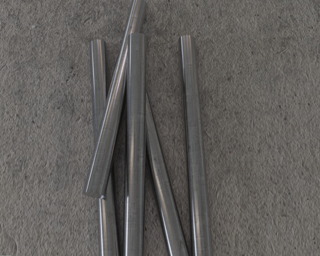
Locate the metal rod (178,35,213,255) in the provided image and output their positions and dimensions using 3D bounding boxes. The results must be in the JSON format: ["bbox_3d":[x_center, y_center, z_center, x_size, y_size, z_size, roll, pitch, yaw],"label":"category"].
[{"bbox_3d":[0.044,0.011,0.404,0.025,0.025,0.299,-2,70,-1],"label":"metal rod"}]

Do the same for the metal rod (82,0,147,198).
[{"bbox_3d":[-0.053,-0.058,0.411,0.025,0.025,0.299,8,64,3],"label":"metal rod"}]

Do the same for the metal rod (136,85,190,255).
[{"bbox_3d":[0.003,0.074,0.380,0.025,0.025,0.299,-13,71,-5],"label":"metal rod"}]

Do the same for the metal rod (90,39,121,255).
[{"bbox_3d":[-0.073,0.018,0.400,0.025,0.025,0.299,-6,70,-2],"label":"metal rod"}]

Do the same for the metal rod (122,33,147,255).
[{"bbox_3d":[-0.030,0.025,0.379,0.025,0.025,0.299,0,77,0],"label":"metal rod"}]
